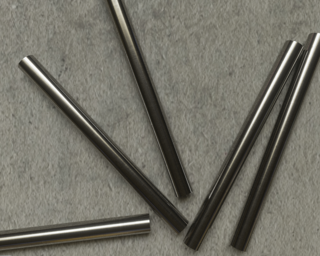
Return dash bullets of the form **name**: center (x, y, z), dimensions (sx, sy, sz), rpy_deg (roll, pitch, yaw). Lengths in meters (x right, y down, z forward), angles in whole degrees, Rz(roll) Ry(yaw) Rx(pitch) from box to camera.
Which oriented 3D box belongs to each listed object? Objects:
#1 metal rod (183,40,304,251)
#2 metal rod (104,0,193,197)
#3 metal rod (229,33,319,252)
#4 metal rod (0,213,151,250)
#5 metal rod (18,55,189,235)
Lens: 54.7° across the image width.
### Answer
- **metal rod**: center (0.110, 0.023, 0.411), dimensions (0.025, 0.025, 0.299), rpy_deg (27, 90, -1)
- **metal rod**: center (-0.019, -0.054, 0.409), dimensions (0.025, 0.025, 0.299), rpy_deg (-20, 90, 0)
- **metal rod**: center (0.157, 0.018, 0.412), dimensions (0.025, 0.025, 0.299), rpy_deg (21, 90, -1)
- **metal rod**: center (-0.163, 0.143, 0.407), dimensions (0.302, 0.025, 0.025), rpy_deg (-7, 90, -1)
- **metal rod**: center (-0.074, 0.022, 0.409), dimensions (0.025, 0.025, 0.300), rpy_deg (-43, 91, 0)
